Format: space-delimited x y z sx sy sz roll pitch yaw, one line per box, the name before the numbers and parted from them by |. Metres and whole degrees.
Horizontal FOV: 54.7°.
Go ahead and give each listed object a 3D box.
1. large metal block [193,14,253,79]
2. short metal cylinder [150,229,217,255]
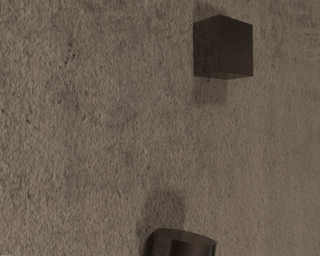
large metal block | 0.097 -0.119 0.472 0.081 0.050 0.079 -2 92 -40
short metal cylinder | 0.029 0.164 0.396 0.080 0.080 0.050 18 79 -39
